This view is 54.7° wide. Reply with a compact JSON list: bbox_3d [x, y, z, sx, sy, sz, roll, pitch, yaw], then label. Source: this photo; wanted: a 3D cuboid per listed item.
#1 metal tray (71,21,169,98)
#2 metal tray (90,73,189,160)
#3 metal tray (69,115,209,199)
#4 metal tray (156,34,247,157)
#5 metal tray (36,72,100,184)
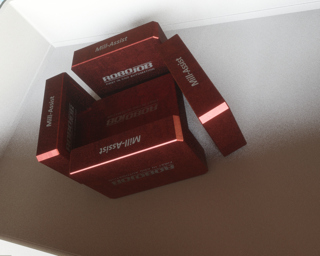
[{"bbox_3d":[-0.045,-0.088,0.437,0.130,0.090,0.030,-15,56,19],"label":"metal tray"},{"bbox_3d":[-0.031,-0.013,0.422,0.130,0.030,0.090,-18,55,17],"label":"metal tray"},{"bbox_3d":[-0.022,0.038,0.348,0.130,0.090,0.030,-19,55,17],"label":"metal tray"},{"bbox_3d":[0.047,-0.039,0.360,0.030,0.090,0.130,-32,52,8],"label":"metal tray"},{"bbox_3d":[-0.118,0.000,0.421,0.030,0.090,0.130,-19,54,17],"label":"metal tray"}]
